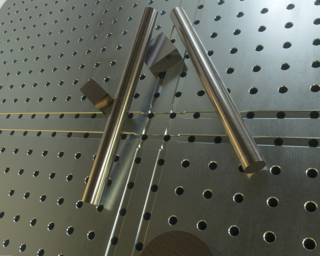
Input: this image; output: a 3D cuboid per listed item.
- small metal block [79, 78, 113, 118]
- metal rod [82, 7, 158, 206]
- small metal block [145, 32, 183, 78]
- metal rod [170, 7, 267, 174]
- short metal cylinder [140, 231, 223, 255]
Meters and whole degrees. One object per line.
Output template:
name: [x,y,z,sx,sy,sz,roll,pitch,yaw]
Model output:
small metal block: [-0.085,-0.041,0.462,0.025,0.050,0.050,-45,51,-3]
metal rod: [-0.051,-0.042,0.439,0.025,0.025,0.299,5,70,30]
small metal block: [-0.001,-0.113,0.478,0.050,0.025,0.050,-35,51,4]
metal rod: [0.065,-0.073,0.418,0.025,0.025,0.299,-26,52,12]
short metal cylinder: [0.023,0.143,0.292,0.080,0.050,0.080,-13,56,21]
